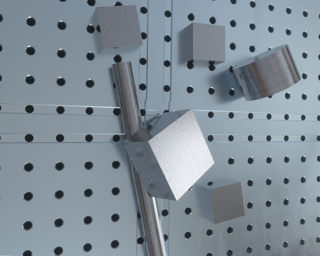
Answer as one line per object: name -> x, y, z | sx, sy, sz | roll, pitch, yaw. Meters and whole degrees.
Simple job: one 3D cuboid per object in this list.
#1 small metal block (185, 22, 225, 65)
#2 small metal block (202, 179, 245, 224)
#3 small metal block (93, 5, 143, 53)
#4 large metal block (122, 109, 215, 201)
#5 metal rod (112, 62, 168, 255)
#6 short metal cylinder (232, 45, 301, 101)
small metal block -> 0.064, -0.118, 0.437 | 0.050, 0.025, 0.050 | 0, 90, -21
small metal block -> 0.091, 0.105, 0.448 | 0.050, 0.025, 0.050 | -9, 93, -20
small metal block -> -0.053, -0.126, 0.393 | 0.050, 0.025, 0.050 | -12, 94, -20
large metal block -> 0.013, 0.032, 0.388 | 0.080, 0.050, 0.080 | -37, 110, -37
metal rod -> -0.022, 0.064, 0.405 | 0.025, 0.025, 0.298 | -12, 94, -20
short metal cylinder -> 0.150, -0.078, 0.441 | 0.080, 0.080, 0.050 | -29, 100, -18
